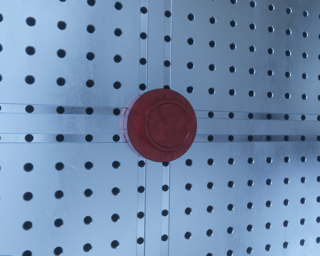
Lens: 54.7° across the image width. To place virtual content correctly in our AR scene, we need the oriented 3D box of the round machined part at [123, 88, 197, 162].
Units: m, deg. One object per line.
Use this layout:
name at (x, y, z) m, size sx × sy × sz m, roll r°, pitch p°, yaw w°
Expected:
round machined part at (0.005, -0.003, 0.406) m, size 0.099 × 0.042 × 0.097 m, roll 0°, pitch 90°, yaw -21°
